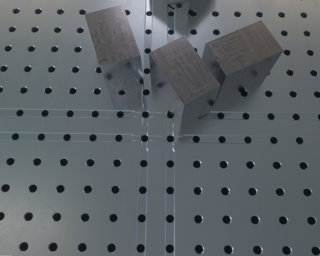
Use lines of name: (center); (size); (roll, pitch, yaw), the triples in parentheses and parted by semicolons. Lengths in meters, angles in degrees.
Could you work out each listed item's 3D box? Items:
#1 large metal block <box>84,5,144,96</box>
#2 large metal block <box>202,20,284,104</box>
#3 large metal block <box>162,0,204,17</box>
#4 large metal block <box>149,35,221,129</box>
large metal block: (-0.059, -0.102, 0.420); (0.050, 0.080, 0.080); (-17, 71, -6)
large metal block: (0.103, -0.085, 0.414); (0.080, 0.080, 0.050); (-24, 72, -9)
large metal block: (0.038, -0.237, 0.485); (0.080, 0.050, 0.080); (37, 74, 12)
large metal block: (0.029, -0.057, 0.403); (0.050, 0.080, 0.080); (-29, 73, -10)
